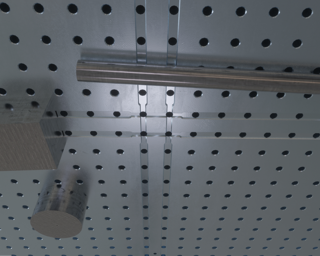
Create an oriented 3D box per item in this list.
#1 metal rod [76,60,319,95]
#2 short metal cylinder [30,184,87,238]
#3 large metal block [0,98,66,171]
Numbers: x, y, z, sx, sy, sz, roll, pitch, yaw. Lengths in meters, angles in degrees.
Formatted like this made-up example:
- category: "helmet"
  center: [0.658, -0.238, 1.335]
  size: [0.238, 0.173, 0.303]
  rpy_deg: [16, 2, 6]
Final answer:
- category: "metal rod"
  center: [0.058, -0.058, 0.362]
  size: [0.302, 0.025, 0.025]
  rpy_deg: [3, 130, -3]
- category: "short metal cylinder"
  center: [-0.165, 0.138, 0.511]
  size: [0.081, 0.050, 0.079]
  rpy_deg: [0, 130, 0]
- category: "large metal block"
  center: [-0.178, 0.009, 0.402]
  size: [0.080, 0.050, 0.079]
  rpy_deg: [-2, 130, 1]
